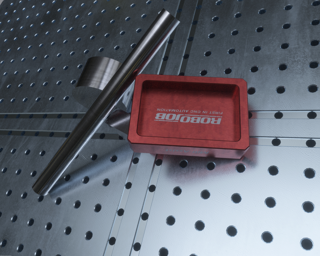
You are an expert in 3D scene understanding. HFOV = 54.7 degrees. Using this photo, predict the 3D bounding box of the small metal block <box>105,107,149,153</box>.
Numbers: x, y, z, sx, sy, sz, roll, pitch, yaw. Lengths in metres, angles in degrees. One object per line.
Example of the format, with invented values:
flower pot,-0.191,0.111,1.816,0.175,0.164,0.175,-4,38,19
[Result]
small metal block,-0.036,0.003,0.408,0.050,0.050,0.025,25,76,36

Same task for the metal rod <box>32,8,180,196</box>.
metal rod,-0.079,-0.022,0.401,0.299,0.025,0.025,-50,49,17

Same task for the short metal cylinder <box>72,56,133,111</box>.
short metal cylinder,-0.079,-0.058,0.448,0.080,0.080,0.050,3,63,29

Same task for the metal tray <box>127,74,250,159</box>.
metal tray,0.033,-0.015,0.359,0.131,0.030,0.090,3,66,3

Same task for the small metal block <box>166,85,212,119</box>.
small metal block,0.038,-0.037,0.410,0.050,0.025,0.050,7,65,31
